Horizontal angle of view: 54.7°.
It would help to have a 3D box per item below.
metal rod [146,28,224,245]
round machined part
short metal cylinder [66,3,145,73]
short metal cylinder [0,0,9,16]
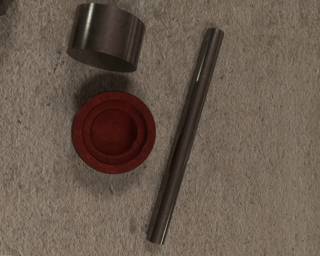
[{"bbox_3d":[0.036,0.006,0.423,0.025,0.025,0.299,19,84,-20],"label":"metal rod"},{"bbox_3d":[-0.058,0.005,0.379,0.099,0.042,0.097,0,90,-21],"label":"round machined part"},{"bbox_3d":[-0.061,-0.100,0.358,0.081,0.080,0.050,13,86,-20],"label":"short metal cylinder"},{"bbox_3d":[-0.192,-0.154,0.309,0.081,0.080,0.050,12,86,-20],"label":"short metal cylinder"}]
